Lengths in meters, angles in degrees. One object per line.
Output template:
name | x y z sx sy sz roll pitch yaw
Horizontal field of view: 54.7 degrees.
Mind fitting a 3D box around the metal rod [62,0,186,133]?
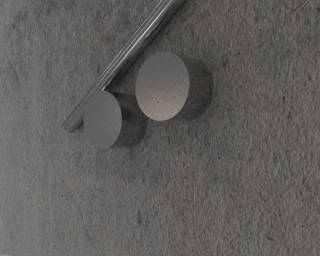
metal rod | -0.063 -0.088 0.456 0.299 0.025 0.025 -43 64 31

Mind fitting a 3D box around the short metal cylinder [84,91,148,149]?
short metal cylinder | -0.064 -0.011 0.441 0.080 0.050 0.080 0 90 40

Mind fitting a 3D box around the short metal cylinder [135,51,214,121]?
short metal cylinder | 0.017 -0.048 0.375 0.080 0.050 0.080 0 90 40
